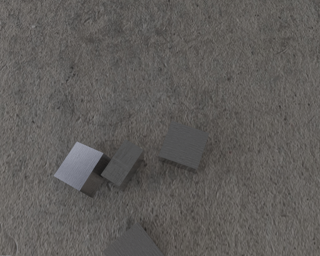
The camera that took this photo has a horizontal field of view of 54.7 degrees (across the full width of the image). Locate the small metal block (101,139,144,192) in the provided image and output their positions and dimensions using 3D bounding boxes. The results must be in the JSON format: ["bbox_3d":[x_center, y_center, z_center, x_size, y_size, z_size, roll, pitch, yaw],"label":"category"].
[{"bbox_3d":[-0.044,0.047,0.377,0.025,0.050,0.050,31,73,8],"label":"small metal block"}]

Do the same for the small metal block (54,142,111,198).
[{"bbox_3d":[-0.092,0.050,0.378,0.050,0.025,0.050,18,69,35],"label":"small metal block"}]

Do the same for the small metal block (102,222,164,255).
[{"bbox_3d":[-0.029,0.145,0.355,0.050,0.025,0.050,-38,75,-13],"label":"small metal block"}]

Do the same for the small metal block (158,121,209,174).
[{"bbox_3d":[0.030,0.025,0.399,0.050,0.025,0.050,19,71,6],"label":"small metal block"}]
